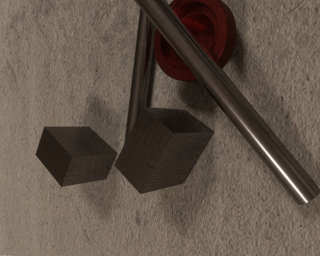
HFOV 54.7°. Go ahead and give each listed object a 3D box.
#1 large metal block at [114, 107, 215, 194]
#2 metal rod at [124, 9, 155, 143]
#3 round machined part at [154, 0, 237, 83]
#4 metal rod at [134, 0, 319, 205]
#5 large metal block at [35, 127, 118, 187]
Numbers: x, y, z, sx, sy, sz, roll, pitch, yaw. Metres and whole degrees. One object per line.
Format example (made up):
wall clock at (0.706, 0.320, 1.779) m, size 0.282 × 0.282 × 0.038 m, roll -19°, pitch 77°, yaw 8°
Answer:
large metal block at (0.006, 0.024, 0.363) m, size 0.050 × 0.081 × 0.079 m, roll 41°, pitch 115°, yaw 32°
metal rod at (-0.020, -0.113, 0.419) m, size 0.025 × 0.025 × 0.298 m, roll 12°, pitch 98°, yaw 39°
round machined part at (0.043, -0.101, 0.357) m, size 0.098 × 0.042 × 0.097 m, roll 0°, pitch 90°, yaw 39°
metal rod at (0.050, -0.054, 0.310) m, size 0.025 × 0.025 × 0.299 m, roll -42°, pitch 81°, yaw 32°
large metal block at (-0.127, 0.039, 0.471) m, size 0.080 × 0.081 × 0.050 m, roll 38°, pitch 113°, yaw 33°
